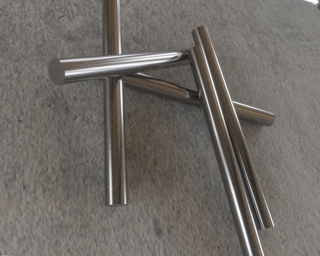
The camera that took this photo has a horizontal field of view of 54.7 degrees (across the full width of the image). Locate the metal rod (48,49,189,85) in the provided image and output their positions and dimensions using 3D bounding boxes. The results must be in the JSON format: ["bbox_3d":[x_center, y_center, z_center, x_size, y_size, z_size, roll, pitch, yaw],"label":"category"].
[{"bbox_3d":[-0.009,-0.089,0.409,0.302,0.025,0.025,-22,73,-51],"label":"metal rod"}]

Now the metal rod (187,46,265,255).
[{"bbox_3d":[0.084,0.027,0.408,0.025,0.025,0.299,-3,71,-30],"label":"metal rod"}]

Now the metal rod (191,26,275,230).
[{"bbox_3d":[0.099,-0.010,0.439,0.025,0.025,0.299,-6,73,-31],"label":"metal rod"}]

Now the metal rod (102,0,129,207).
[{"bbox_3d":[-0.057,-0.057,0.381,0.025,0.025,0.299,6,68,-26],"label":"metal rod"}]

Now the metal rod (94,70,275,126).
[{"bbox_3d":[0.044,-0.047,0.457,0.302,0.025,0.025,13,56,-21],"label":"metal rod"}]
